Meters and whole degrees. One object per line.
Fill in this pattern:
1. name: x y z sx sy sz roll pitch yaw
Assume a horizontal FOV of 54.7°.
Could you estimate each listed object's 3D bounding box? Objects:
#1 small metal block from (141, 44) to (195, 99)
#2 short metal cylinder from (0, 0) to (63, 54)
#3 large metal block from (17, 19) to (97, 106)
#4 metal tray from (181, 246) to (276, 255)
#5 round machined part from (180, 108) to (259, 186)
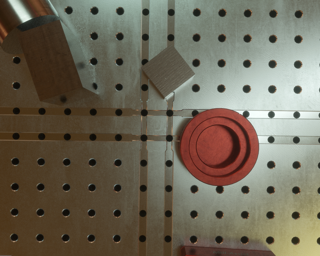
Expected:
1. small metal block: 0.011 -0.074 0.413 0.050 0.025 0.050 -38 90 0
2. short metal cylinder: -0.170 -0.136 0.384 0.080 0.080 0.050 -32 90 0
3. large metal block: -0.123 -0.076 0.385 0.050 0.080 0.080 -19 90 0
4. metal tray: 0.091 0.211 0.411 0.131 0.030 0.089 4 90 0
5. round machined part: 0.074 0.023 0.405 0.099 0.042 0.097 0 90 0
